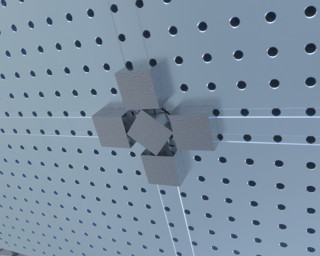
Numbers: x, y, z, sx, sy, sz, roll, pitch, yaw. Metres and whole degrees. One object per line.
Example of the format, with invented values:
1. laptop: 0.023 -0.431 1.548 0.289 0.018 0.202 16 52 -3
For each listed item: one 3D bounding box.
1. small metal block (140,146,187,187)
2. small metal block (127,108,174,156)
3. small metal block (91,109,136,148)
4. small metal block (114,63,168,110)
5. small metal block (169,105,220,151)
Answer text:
1. small metal block: 0.006 0.054 0.440 0.050 0.025 0.050 0 119 27
2. small metal block: -0.009 0.001 0.415 0.050 0.025 0.050 36 129 3
3. small metal block: -0.063 0.000 0.443 0.050 0.025 0.050 1 119 27
4. small metal block: -0.023 -0.051 0.390 0.050 0.025 0.050 -1 118 28
5. small metal block: 0.044 0.000 0.387 0.050 0.025 0.050 0 119 28
